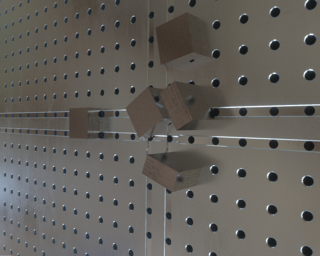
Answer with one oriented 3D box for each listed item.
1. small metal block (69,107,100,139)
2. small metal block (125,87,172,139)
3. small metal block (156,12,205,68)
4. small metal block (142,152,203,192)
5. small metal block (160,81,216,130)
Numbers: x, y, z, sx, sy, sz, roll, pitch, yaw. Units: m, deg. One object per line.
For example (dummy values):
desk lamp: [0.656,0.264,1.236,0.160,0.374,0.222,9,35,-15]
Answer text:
small metal block: [-0.125,-0.008,0.514,0.050,0.025,0.050,1,90,40]
small metal block: [-0.014,-0.020,0.422,0.050,0.025,0.050,-39,66,33]
small metal block: [0.025,-0.109,0.390,0.050,0.025,0.050,-13,82,39]
small metal block: [0.015,0.052,0.382,0.050,0.050,0.025,25,106,37]
small metal block: [0.034,-0.025,0.366,0.025,0.050,0.050,-36,68,34]
